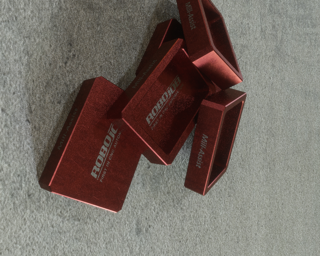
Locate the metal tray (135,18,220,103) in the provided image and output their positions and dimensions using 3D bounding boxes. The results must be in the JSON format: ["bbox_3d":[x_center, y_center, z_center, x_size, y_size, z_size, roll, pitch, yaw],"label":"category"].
[{"bbox_3d":[0.036,-0.076,0.435,0.130,0.030,0.090,34,69,-35],"label":"metal tray"}]

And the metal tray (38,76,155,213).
[{"bbox_3d":[-0.065,0.019,0.349,0.090,0.030,0.130,31,71,-36],"label":"metal tray"}]

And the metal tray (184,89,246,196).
[{"bbox_3d":[0.076,0.017,0.425,0.091,0.030,0.129,-29,133,-53],"label":"metal tray"}]

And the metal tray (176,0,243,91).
[{"bbox_3d":[0.065,-0.125,0.415,0.090,0.030,0.130,29,44,-47],"label":"metal tray"}]

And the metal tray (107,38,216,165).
[{"bbox_3d":[0.008,-0.032,0.373,0.090,0.030,0.130,49,61,-29],"label":"metal tray"}]
